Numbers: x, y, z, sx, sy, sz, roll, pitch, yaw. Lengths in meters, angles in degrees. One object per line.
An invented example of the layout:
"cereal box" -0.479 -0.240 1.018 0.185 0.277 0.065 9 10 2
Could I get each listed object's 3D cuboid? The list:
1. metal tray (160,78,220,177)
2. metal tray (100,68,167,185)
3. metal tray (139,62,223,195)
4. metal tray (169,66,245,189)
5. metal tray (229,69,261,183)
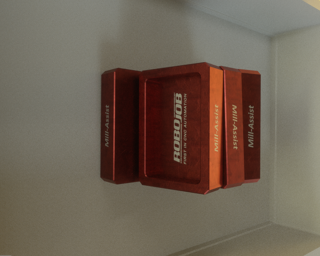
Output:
"metal tray" 0.044 0.000 0.438 0.091 0.030 0.129 1 90 -40
"metal tray" -0.025 -0.002 0.379 0.091 0.030 0.129 1 90 -40
"metal tray" 0.021 0.000 0.336 0.030 0.090 0.129 0 90 -53
"metal tray" 0.051 0.000 0.364 0.030 0.090 0.129 0 88 -40
"metal tray" 0.083 -0.002 0.389 0.030 0.090 0.129 0 90 -26
